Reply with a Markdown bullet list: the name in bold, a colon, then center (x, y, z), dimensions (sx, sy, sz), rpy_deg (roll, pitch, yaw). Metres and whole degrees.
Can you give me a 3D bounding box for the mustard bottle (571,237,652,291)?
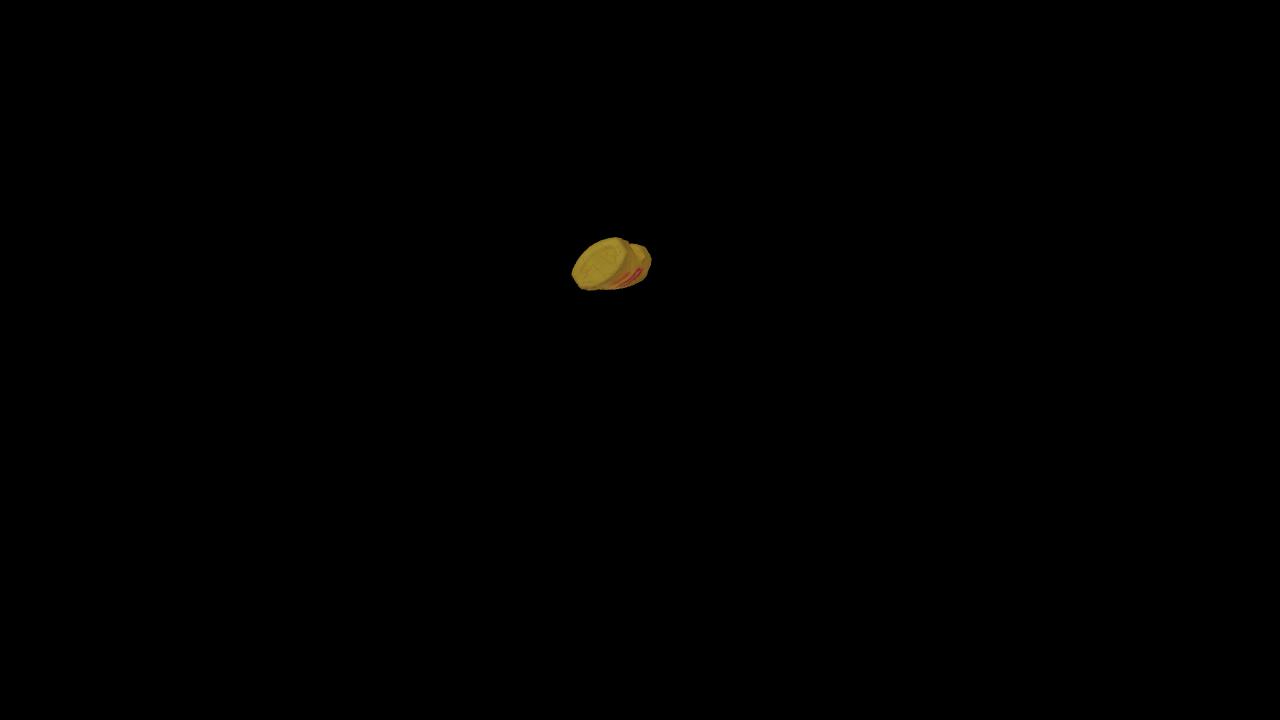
- **mustard bottle**: center (-0.029, -0.141, 0.930), dimensions (0.092, 0.054, 0.184), rpy_deg (-41, -9, 18)
